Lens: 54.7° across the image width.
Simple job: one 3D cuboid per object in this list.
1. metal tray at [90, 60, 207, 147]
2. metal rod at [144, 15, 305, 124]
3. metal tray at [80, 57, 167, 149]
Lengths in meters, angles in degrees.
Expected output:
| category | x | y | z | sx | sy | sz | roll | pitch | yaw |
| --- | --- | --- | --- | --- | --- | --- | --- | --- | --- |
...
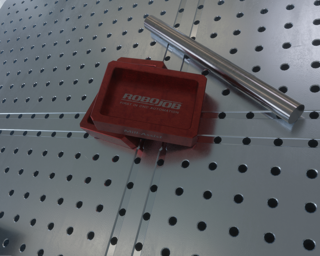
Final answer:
| category | x | y | z | sx | sy | sz | roll | pitch | yaw |
| --- | --- | --- | --- | --- | --- | --- | --- | --- | --- |
| metal tray | -0.012 | -0.033 | 0.396 | 0.131 | 0.030 | 0.090 | 10 | 66 | 5 |
| metal rod | 0.066 | -0.097 | 0.432 | 0.025 | 0.025 | 0.300 | -44 | 51 | -2 |
| metal tray | -0.050 | -0.042 | 0.456 | 0.090 | 0.030 | 0.130 | 14 | 69 | 33 |
